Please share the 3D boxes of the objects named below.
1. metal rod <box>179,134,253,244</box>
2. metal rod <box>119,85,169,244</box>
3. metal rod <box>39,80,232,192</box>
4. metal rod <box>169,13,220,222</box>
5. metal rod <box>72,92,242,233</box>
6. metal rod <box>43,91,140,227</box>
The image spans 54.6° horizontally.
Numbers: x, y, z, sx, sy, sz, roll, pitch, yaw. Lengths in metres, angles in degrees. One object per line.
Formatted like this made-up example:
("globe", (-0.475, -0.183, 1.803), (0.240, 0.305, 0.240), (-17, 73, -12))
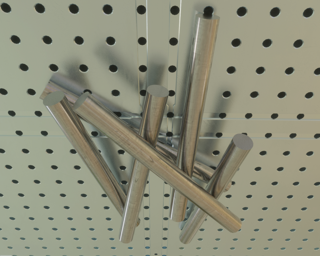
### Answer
("metal rod", (0.073, 0.112, 0.478), (0.025, 0.025, 0.298), (7, 139, -6))
("metal rod", (-0.030, 0.072, 0.437), (0.025, 0.025, 0.298), (8, 129, -7))
("metal rod", (-0.017, 0.022, 0.429), (0.301, 0.025, 0.025), (29, 124, -23))
("metal rod", (0.038, 0.011, 0.397), (0.025, 0.025, 0.298), (3, 123, -3))
("metal rod", (0.015, 0.059, 0.394), (0.025, 0.025, 0.300), (-33, 123, 25))
("metal rod", (-0.083, 0.067, 0.449), (0.025, 0.025, 0.299), (-11, 135, 9))
